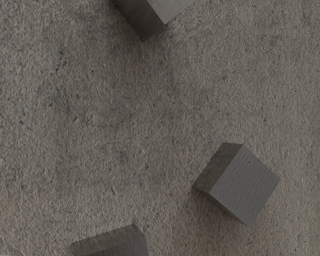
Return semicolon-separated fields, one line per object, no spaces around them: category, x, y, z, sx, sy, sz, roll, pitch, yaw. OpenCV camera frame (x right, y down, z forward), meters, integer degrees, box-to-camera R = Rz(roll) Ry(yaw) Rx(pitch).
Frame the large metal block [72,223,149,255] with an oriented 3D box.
large metal block;-0.056;0.173;0.375;0.081;0.050;0.080;-12;94;-20

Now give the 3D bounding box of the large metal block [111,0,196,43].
large metal block;-0.015;-0.160;0.374;0.050;0.080;0.080;-42;104;-15

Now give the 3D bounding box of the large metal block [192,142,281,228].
large metal block;0.107;0.077;0.435;0.080;0.050;0.080;41;77;-16
